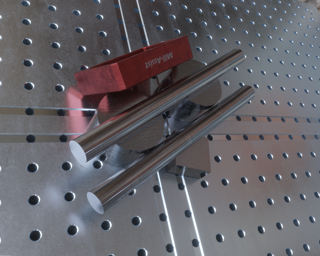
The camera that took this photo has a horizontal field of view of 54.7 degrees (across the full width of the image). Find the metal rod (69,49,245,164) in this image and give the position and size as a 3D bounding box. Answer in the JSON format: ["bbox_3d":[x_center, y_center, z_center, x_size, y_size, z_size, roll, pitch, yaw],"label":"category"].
[{"bbox_3d":[0.021,-0.044,0.382,0.302,0.025,0.025,-34,81,-38],"label":"metal rod"}]

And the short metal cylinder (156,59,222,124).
[{"bbox_3d":[0.041,-0.053,0.449,0.081,0.050,0.080,14,56,-21],"label":"short metal cylinder"}]

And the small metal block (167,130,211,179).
[{"bbox_3d":[0.037,0.035,0.407,0.050,0.025,0.050,14,56,-21],"label":"small metal block"}]

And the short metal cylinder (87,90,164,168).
[{"bbox_3d":[-0.042,0.001,0.370,0.081,0.050,0.080,14,56,-21],"label":"short metal cylinder"}]

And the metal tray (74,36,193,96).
[{"bbox_3d":[-0.031,-0.081,0.398,0.131,0.090,0.030,-33,112,-38],"label":"metal tray"}]

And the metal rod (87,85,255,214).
[{"bbox_3d":[0.038,0.008,0.391,0.302,0.025,0.025,-33,80,-38],"label":"metal rod"}]
